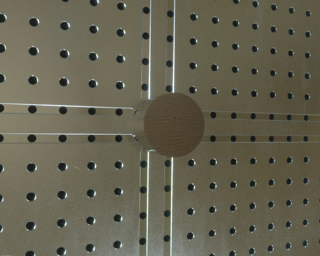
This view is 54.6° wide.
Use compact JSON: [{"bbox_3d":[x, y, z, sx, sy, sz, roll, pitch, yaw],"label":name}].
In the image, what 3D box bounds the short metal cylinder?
[{"bbox_3d":[0.010,-0.004,0.403,0.081,0.050,0.080,0,90,-20],"label":"short metal cylinder"}]
